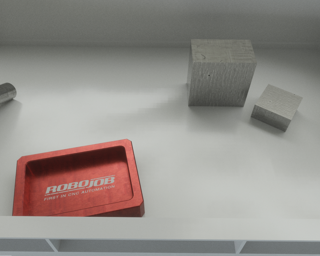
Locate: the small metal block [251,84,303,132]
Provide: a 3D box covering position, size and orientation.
[{"bbox_3d":[0.163,-0.029,0.432,0.050,0.025,0.050,27,55,20],"label":"small metal block"}]

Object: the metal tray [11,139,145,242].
[{"bbox_3d":[-0.089,0.065,0.345,0.131,0.030,0.090,-9,51,-8],"label":"metal tray"}]

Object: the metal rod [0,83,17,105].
[{"bbox_3d":[-0.255,0.003,0.315,0.025,0.025,0.301,12,25,10],"label":"metal rod"}]

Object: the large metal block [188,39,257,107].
[{"bbox_3d":[0.082,-0.076,0.434,0.081,0.080,0.050,1,50,0],"label":"large metal block"}]
